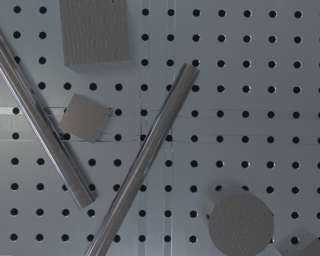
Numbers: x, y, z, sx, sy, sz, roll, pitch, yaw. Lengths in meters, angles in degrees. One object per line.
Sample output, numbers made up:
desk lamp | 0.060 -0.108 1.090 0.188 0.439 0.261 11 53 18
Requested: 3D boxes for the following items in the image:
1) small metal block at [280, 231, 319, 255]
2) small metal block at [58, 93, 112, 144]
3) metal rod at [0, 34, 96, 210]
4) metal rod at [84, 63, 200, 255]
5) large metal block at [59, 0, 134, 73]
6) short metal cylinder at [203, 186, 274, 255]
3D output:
small metal block | 0.201 0.177 0.415 0.050 0.025 0.050 -38 90 0
small metal block | -0.099 -0.013 0.413 0.050 0.025 0.050 25 90 0
metal rod | -0.171 -0.027 0.411 0.025 0.025 0.299 -30 90 0
metal rod | -0.026 0.052 0.413 0.025 0.025 0.299 27 90 0
large metal block | -0.079 -0.119 0.400 0.081 0.050 0.079 -5 90 0
short metal cylinder | 0.099 0.119 0.402 0.081 0.050 0.079 0 90 0
